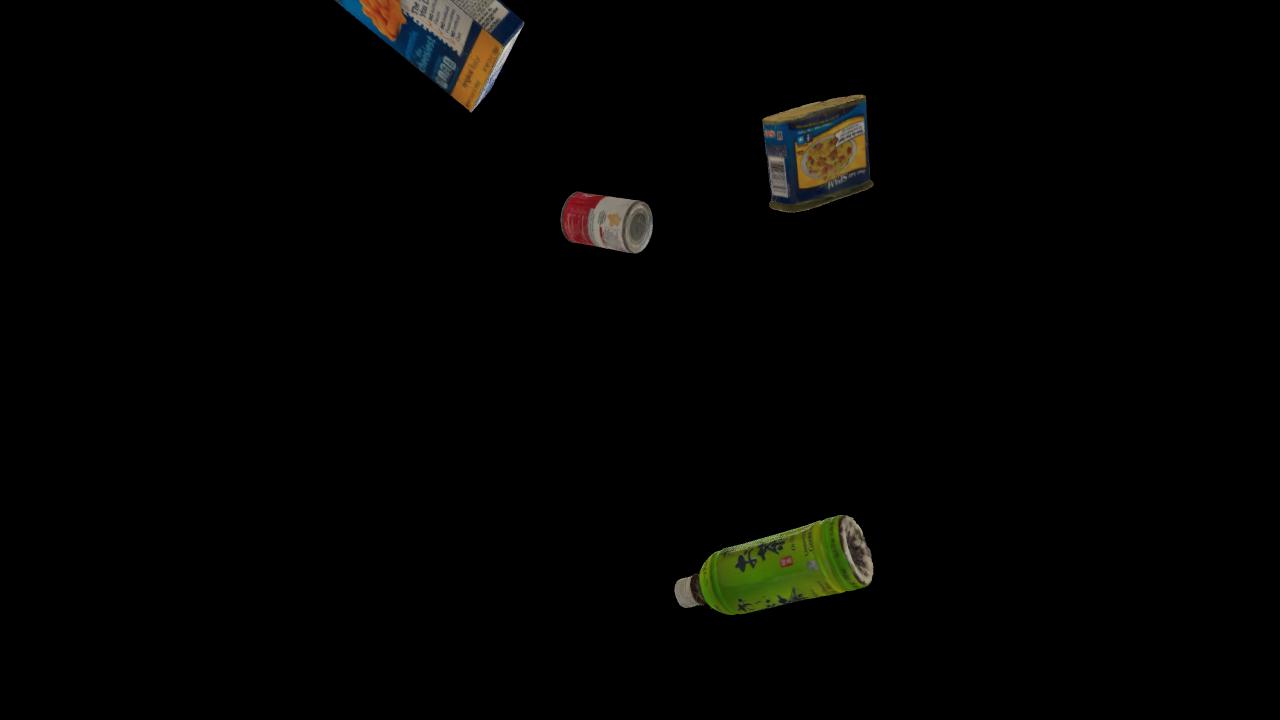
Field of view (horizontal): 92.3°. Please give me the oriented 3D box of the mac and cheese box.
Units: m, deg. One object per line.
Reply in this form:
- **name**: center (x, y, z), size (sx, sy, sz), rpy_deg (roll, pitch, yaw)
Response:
- **mac and cheese box**: center (-0.187, -0.289, 0.475), size (0.184, 0.041, 0.093), rpy_deg (36, -27, -19)

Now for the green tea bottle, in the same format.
- **green tea bottle**: center (0.128, 0.221, 0.636), size (0.212, 0.073, 0.073), rpy_deg (-29, -17, 32)

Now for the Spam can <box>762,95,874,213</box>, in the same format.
- **Spam can**: center (0.171, -0.199, 0.591), size (0.101, 0.085, 0.058), rpy_deg (-22, 27, -16)

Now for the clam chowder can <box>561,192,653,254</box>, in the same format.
- **clam chowder can**: center (-0.042, -0.178, 0.796), size (0.102, 0.068, 0.068), rpy_deg (17, 9, 30)
